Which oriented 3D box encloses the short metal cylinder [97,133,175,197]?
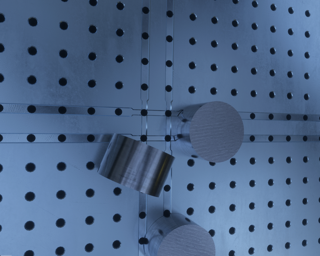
[{"bbox_3d":[-0.028,0.045,0.373,0.080,0.080,0.050,25,82,-19],"label":"short metal cylinder"}]

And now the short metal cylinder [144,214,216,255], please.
[{"bbox_3d":[0.025,0.160,0.408,0.081,0.050,0.079,0,91,-20],"label":"short metal cylinder"}]

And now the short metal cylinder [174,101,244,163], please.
[{"bbox_3d":[0.066,0.005,0.424,0.081,0.050,0.079,0,90,-20],"label":"short metal cylinder"}]
